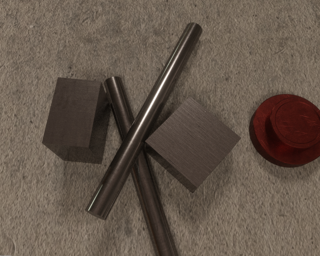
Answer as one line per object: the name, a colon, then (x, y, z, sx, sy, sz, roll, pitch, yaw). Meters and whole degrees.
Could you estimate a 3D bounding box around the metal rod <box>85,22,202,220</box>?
metal rod: (-0.009, -0.027, 0.397, 0.025, 0.025, 0.300, 23, 64, 8)

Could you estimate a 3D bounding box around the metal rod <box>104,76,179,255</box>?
metal rod: (-0.019, 0.069, 0.382, 0.025, 0.025, 0.299, -17, 71, -6)

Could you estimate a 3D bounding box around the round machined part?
round machined part: (0.170, -0.001, 0.402, 0.099, 0.042, 0.098, 0, 70, -1)

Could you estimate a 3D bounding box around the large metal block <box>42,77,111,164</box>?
large metal block: (-0.097, -0.006, 0.380, 0.050, 0.080, 0.080, 6, 70, 2)

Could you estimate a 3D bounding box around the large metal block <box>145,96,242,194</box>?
large metal block: (0.039, 0.022, 0.387, 0.080, 0.050, 0.080, 41, 75, 13)
